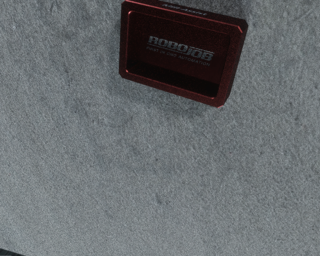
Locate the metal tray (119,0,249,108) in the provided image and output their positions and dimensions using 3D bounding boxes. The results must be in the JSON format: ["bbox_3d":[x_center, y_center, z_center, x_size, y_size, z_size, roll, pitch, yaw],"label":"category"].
[{"bbox_3d":[0.020,-0.084,0.341,0.130,0.030,0.089,19,126,16],"label":"metal tray"}]
